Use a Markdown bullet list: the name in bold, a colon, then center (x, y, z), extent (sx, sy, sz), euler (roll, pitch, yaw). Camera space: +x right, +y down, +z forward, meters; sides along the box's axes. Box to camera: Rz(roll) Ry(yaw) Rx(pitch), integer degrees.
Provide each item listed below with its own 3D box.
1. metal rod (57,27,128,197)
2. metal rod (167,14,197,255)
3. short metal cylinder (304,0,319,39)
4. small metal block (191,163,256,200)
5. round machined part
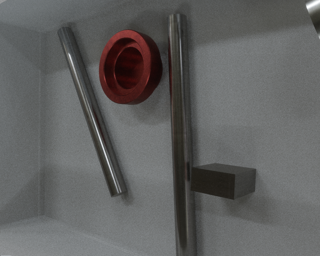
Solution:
- **metal rod**: center (-0.113, -0.036, 0.497), extent (0.025, 0.025, 0.299), euler (-34, 69, 34)
- **metal rod**: center (0.027, 0.011, 0.382), extent (0.025, 0.025, 0.298), euler (-4, 88, 39)
- **short metal cylinder**: center (0.154, -0.092, 0.244), extent (0.050, 0.081, 0.080), euler (-23, 76, 37)
- **small metal block**: center (0.069, 0.055, 0.333), extent (0.050, 0.050, 0.025), euler (4, 93, 39)
- **round machined part**: center (-0.035, -0.080, 0.423), extent (0.098, 0.042, 0.097), euler (0, 90, 39)
